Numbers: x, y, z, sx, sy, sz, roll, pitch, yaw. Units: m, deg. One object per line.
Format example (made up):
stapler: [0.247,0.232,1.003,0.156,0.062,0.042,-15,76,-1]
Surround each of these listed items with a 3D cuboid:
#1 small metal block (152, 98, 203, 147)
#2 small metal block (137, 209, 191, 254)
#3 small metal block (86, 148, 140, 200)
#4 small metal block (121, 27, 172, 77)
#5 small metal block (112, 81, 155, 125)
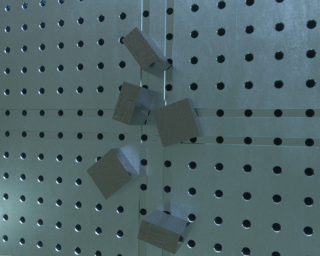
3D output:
small metal block: [0.023,-0.006,0.404,0.050,0.025,0.050,-19,84,18]
small metal block: [0.006,0.131,0.396,0.050,0.050,0.025,17,96,19]
small metal block: [-0.066,0.064,0.435,0.050,0.025,0.050,-40,78,15]
small metal block: [-0.016,-0.098,0.404,0.025,0.050,0.050,-38,78,16]
small metal block: [-0.034,-0.031,0.410,0.025,0.050,0.050,20,97,18]
